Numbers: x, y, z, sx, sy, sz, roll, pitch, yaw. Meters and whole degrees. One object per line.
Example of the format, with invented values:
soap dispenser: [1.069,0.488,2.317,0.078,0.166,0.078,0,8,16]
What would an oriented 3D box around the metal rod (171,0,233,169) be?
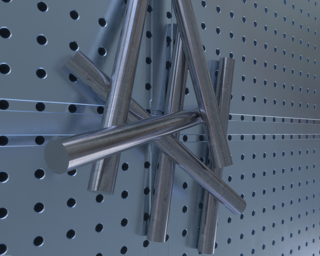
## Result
metal rod: [0.046,-0.096,0.406,0.025,0.025,0.299,-10,84,-39]

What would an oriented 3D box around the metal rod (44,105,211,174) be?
metal rod: [0.003,-0.002,0.347,0.302,0.025,0.025,-17,102,-58]

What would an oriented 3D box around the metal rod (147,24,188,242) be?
metal rod: [0.015,-0.002,0.420,0.025,0.025,0.299,13,82,-39]

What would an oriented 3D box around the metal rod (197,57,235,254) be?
metal rod: [0.088,0.038,0.481,0.025,0.025,0.299,13,82,-39]

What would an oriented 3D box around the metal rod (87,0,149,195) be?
metal rod: [-0.036,-0.078,0.342,0.025,0.025,0.299,24,64,-37]

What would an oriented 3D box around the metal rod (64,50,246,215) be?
metal rod: [0.009,0.019,0.386,0.300,0.025,0.025,42,64,-22]
